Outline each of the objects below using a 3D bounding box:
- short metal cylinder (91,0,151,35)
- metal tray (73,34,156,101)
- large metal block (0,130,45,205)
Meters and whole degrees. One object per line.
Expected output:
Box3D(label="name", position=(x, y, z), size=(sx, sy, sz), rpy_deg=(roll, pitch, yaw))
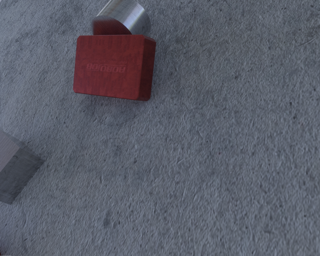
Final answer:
Box3D(label="short metal cylinder", position=(-0.061, -0.160, 0.492), size=(0.080, 0.080, 0.050), rpy_deg=(10, 57, 32))
Box3D(label="metal tray", position=(-0.072, -0.092, 0.466), size=(0.130, 0.030, 0.089), rpy_deg=(10, 97, 32))
Box3D(label="large metal block", position=(-0.240, 0.057, 0.476), size=(0.080, 0.050, 0.080), rpy_deg=(27, 76, 36))
